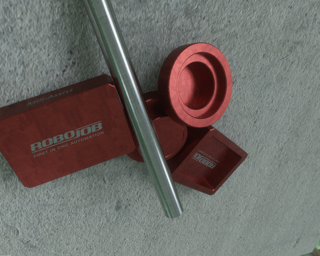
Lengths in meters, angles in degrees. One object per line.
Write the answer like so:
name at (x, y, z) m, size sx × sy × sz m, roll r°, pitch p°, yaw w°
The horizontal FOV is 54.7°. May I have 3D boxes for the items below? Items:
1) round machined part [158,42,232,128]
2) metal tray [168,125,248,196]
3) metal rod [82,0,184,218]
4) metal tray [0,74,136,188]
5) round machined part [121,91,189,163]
round machined part at (0.037, -0.051, 0.373) m, size 0.099 × 0.042 × 0.097 m, roll -6°, pitch 100°, yaw -34°
metal tray at (0.068, 0.047, 0.457) m, size 0.090 × 0.030 × 0.130 m, roll -51°, pitch 139°, yaw 8°
metal rod at (-0.026, -0.022, 0.337) m, size 0.025 × 0.025 × 0.298 m, roll -25°, pitch 114°, yaw -13°
metal tray at (-0.101, 0.004, 0.338) m, size 0.131 × 0.030 × 0.090 m, roll -20°, pitch 124°, yaw -6°
round machined part at (-0.004, 0.005, 0.399) m, size 0.099 × 0.042 × 0.097 m, roll -14°, pitch 124°, yaw -21°
